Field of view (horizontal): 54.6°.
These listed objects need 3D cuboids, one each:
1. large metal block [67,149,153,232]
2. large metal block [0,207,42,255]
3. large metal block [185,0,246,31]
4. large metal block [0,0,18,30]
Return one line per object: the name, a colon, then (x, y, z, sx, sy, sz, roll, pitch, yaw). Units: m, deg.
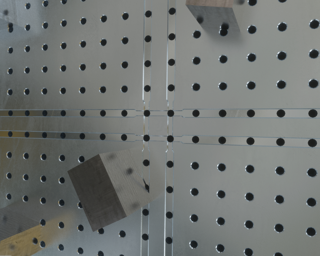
large metal block: (-0.062, 0.077, 0.406, 0.050, 0.080, 0.080, -29, 81, 18)
large metal block: (-0.243, 0.167, 0.470, 0.080, 0.080, 0.050, 14, 95, 19)
large metal block: (0.071, -0.166, 0.358, 0.050, 0.080, 0.080, 12, 94, 20)
large metal block: (-0.284, -0.204, 0.501, 0.080, 0.050, 0.080, -7, 88, 20)
